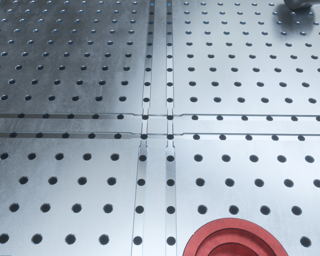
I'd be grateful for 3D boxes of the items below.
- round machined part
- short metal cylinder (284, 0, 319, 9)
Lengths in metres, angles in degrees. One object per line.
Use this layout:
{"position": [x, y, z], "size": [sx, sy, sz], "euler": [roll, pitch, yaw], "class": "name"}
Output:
{"position": [0.067, 0.137, 0.282], "size": [0.099, 0.042, 0.098], "euler": [0, 50, 0], "class": "round machined part"}
{"position": [0.285, -0.278, 0.608], "size": [0.050, 0.080, 0.080], "euler": [-11, 51, -9], "class": "short metal cylinder"}
